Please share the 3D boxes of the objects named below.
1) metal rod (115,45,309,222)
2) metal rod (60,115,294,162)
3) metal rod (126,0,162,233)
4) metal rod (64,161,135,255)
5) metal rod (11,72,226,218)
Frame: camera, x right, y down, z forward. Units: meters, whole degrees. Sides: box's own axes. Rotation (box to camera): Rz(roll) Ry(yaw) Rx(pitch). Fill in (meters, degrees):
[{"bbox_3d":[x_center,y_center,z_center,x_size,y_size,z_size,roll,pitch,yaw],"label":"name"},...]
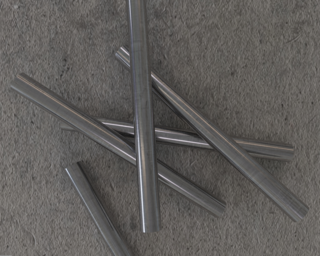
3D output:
[{"bbox_3d":[0.058,0.001,0.387,0.300,0.025,0.025,43,90,9],"label":"metal rod"},{"bbox_3d":[0.022,0.012,0.409,0.302,0.025,0.025,8,90,0],"label":"metal rod"},{"bbox_3d":[-0.021,-0.030,0.374,0.025,0.025,0.298,-4,85,0],"label":"metal rod"},{"bbox_3d":[-0.042,0.179,0.409,0.025,0.025,0.299,-29,90,0],"label":"metal rod"},{"bbox_3d":[-0.045,0.026,0.389,0.301,0.025,0.025,33,90,-8],"label":"metal rod"}]
